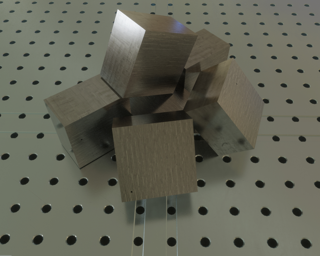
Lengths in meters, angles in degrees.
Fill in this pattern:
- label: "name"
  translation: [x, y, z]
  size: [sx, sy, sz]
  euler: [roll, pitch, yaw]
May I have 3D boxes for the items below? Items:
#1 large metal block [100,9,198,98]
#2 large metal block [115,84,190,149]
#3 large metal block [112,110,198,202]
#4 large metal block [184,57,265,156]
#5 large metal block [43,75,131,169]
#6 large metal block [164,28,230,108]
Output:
- label: "large metal block"
  translation: [-0.014, -0.085, 0.362]
  size: [0.081, 0.079, 0.050]
  euler: [-12, 46, -43]
- label: "large metal block"
  translation: [-0.007, -0.024, 0.413]
  size: [0.080, 0.050, 0.080]
  euler: [-32, 57, -24]
- label: "large metal block"
  translation: [-0.006, 0.028, 0.339]
  size: [0.080, 0.080, 0.050]
  euler: [-7, 14, -6]
- label: "large metal block"
  translation: [0.082, -0.025, 0.384]
  size: [0.050, 0.080, 0.080]
  euler: [-17, 36, 42]
- label: "large metal block"
  translation: [-0.082, -0.010, 0.378]
  size: [0.080, 0.080, 0.050]
  euler: [-31, 57, -23]
- label: "large metal block"
  translation: [0.047, -0.081, 0.441]
  size: [0.080, 0.080, 0.050]
  euler: [-32, 57, -24]
